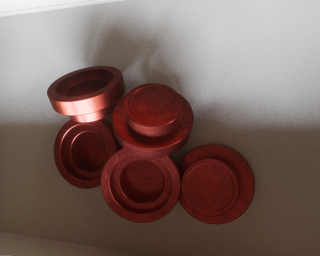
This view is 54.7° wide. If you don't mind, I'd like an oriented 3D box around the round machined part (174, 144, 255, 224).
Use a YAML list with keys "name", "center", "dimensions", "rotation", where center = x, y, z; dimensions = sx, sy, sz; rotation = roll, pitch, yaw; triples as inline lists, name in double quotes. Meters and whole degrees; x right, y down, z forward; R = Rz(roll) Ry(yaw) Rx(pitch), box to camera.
- name: "round machined part"
  center: [0.064, 0.069, 0.376]
  dimensions: [0.098, 0.042, 0.097]
  rotation: [0, 90, 19]

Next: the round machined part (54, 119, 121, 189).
- name: "round machined part"
  center: [-0.094, 0.032, 0.431]
  dimensions: [0.098, 0.042, 0.097]
  rotation: [0, 90, 19]

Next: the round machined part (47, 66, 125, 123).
- name: "round machined part"
  center: [-0.094, -0.043, 0.413]
  dimensions: [0.098, 0.098, 0.042]
  rotation: [3, 126, 19]

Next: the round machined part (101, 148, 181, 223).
- name: "round machined part"
  center: [-0.021, 0.066, 0.394]
  dimensions: [0.099, 0.042, 0.097]
  rotation: [1, 96, 6]

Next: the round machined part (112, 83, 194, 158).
- name: "round machined part"
  center: [-0.008, -0.016, 0.373]
  dimensions: [0.099, 0.042, 0.098]
  rotation: [1, 53, -1]
